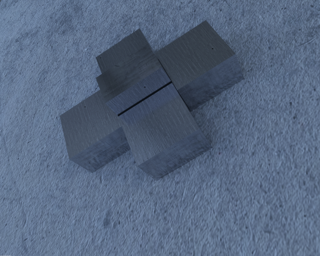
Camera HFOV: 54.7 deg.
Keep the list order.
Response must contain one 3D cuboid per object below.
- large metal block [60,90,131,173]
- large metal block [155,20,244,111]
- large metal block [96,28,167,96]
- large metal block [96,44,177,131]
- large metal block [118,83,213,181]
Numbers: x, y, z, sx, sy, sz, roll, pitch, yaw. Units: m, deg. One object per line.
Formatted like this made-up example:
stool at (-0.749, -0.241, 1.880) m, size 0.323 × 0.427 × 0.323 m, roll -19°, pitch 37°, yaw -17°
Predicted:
large metal block at (-0.084, 0.002, 0.430) m, size 0.080 × 0.050 × 0.080 m, roll -32°, pitch 52°, yaw 7°
large metal block at (0.051, -0.083, 0.411) m, size 0.080 × 0.050 × 0.080 m, roll -32°, pitch 52°, yaw 7°
large metal block at (-0.040, -0.088, 0.462) m, size 0.080 × 0.050 × 0.080 m, roll -32°, pitch 52°, yaw 7°
large metal block at (-0.024, -0.049, 0.411) m, size 0.080 × 0.080 × 0.050 m, roll -32°, pitch 52°, yaw 7°
large metal block at (0.005, 0.005, 0.381) m, size 0.080 × 0.050 × 0.080 m, roll -32°, pitch 52°, yaw 7°
